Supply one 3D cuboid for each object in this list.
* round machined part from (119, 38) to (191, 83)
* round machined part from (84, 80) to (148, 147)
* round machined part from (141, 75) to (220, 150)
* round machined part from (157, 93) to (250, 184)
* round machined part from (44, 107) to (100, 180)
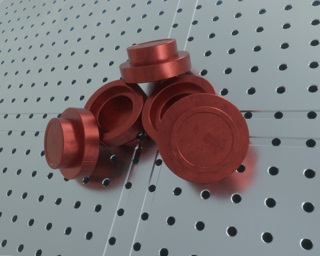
[{"bbox_3d":[-0.008,-0.096,0.426,0.099,0.042,0.098,-10,21,4],"label":"round machined part"},{"bbox_3d":[-0.058,-0.017,0.435,0.098,0.042,0.098,-13,56,20],"label":"round machined part"},{"bbox_3d":[0.030,-0.015,0.390,0.098,0.042,0.098,-13,56,20],"label":"round machined part"},{"bbox_3d":[0.046,0.011,0.331,0.099,0.042,0.097,0,91,3],"label":"round machined part"},{"bbox_3d":[-0.124,0.021,0.418,0.098,0.042,0.097,-3,86,50],"label":"round machined part"}]
